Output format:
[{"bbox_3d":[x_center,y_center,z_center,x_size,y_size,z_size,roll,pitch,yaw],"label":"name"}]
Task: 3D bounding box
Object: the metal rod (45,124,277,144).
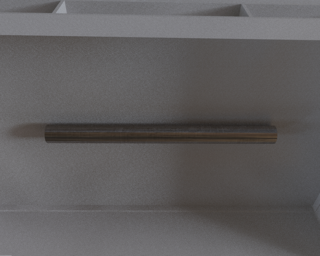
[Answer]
[{"bbox_3d":[0.002,0.008,0.414,0.302,0.025,0.025,0,130,-1],"label":"metal rod"}]
